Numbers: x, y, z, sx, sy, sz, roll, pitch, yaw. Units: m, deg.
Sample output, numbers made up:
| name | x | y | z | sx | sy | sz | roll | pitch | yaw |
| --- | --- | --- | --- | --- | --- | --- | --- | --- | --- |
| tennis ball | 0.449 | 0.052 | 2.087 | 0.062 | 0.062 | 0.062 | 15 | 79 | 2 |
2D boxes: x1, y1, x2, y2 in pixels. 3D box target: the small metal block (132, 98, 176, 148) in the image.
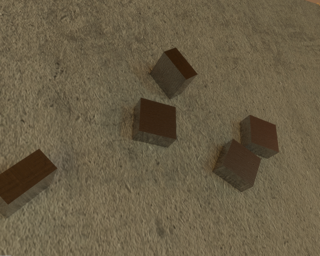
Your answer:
| name | x | y | z | sx | sy | sz | roll | pitch | yaw |
| --- | --- | --- | --- | --- | --- | --- | --- | --- | --- |
| small metal block | -0.007 | -0.007 | 0.404 | 0.050 | 0.025 | 0.050 | 14 | 56 | -21 |

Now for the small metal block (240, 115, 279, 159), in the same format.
| name | x | y | z | sx | sy | sz | roll | pitch | yaw |
| --- | --- | --- | --- | --- | --- | --- | --- | --- | --- |
| small metal block | 0.152 | 0.014 | 0.477 | 0.050 | 0.025 | 0.050 | 19 | 54 | -17 |

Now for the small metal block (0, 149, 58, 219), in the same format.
| name | x | y | z | sx | sy | sz | roll | pitch | yaw |
| --- | --- | --- | --- | --- | --- | --- | --- | --- | --- |
| small metal block | -0.128 | 0.052 | 0.287 | 0.025 | 0.050 | 0.050 | 46 | 51 | 4 |

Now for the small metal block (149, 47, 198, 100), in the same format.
| name | x | y | z | sx | sy | sz | roll | pitch | yaw |
| --- | --- | --- | --- | --- | --- | --- | --- | --- | --- |
| small metal block | 0.018 | -0.078 | 0.445 | 0.025 | 0.050 | 0.050 | -30 | 79 | -38 |

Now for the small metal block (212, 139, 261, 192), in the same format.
| name | x | y | z | sx | sy | sz | roll | pitch | yaw |
| --- | --- | --- | --- | --- | --- | --- | --- | --- | --- |
| small metal block | 0.107 | 0.052 | 0.430 | 0.050 | 0.025 | 0.050 | 36 | 51 | -5 |
